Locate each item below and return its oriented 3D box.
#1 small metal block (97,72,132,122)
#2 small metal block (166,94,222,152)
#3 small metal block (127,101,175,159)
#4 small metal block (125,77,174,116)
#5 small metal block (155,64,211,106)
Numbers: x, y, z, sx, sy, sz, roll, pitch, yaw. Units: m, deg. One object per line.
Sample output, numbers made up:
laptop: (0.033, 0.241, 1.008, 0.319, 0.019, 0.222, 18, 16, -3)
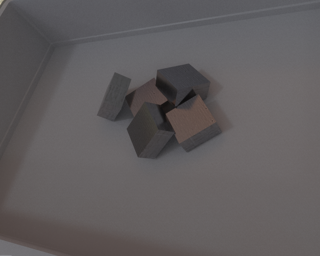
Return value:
small metal block: (-0.067, -0.044, 0.446, 0.050, 0.025, 0.050, 138, 151, -61)
small metal block: (0.041, -0.006, 0.385, 0.050, 0.025, 0.050, -31, 52, 7)
small metal block: (-0.013, 0.003, 0.392, 0.050, 0.025, 0.050, -54, 44, 31)
small metal block: (-0.015, -0.034, 0.431, 0.050, 0.025, 0.050, -33, 52, 6)
small metal block: (0.029, -0.058, 0.408, 0.050, 0.025, 0.050, -17, 46, -26)
